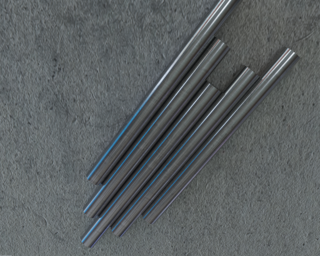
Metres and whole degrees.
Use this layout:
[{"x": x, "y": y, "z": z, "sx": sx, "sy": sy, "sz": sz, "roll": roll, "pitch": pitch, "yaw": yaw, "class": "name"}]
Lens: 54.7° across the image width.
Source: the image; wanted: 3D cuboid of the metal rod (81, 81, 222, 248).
[{"x": -0.021, "y": 0.060, "z": 0.433, "sx": 0.025, "sy": 0.025, "sz": 0.299, "roll": 35, "pitch": 106, "yaw": -12, "class": "metal rod"}]

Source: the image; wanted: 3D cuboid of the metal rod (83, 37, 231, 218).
[{"x": -0.013, "y": 0.010, "z": 0.415, "sx": 0.025, "sy": 0.025, "sz": 0.299, "roll": 35, "pitch": 106, "yaw": -12, "class": "metal rod"}]

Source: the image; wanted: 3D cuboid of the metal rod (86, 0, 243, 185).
[{"x": -0.004, "y": -0.041, "z": 0.396, "sx": 0.025, "sy": 0.025, "sz": 0.299, "roll": 35, "pitch": 106, "yaw": -12, "class": "metal rod"}]

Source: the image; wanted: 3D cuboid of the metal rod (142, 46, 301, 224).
[{"x": 0.072, "y": 0.021, "z": 0.419, "sx": 0.025, "sy": 0.025, "sz": 0.299, "roll": 35, "pitch": 106, "yaw": -12, "class": "metal rod"}]

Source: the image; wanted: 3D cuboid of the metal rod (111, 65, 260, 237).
[{"x": 0.025, "y": 0.041, "z": 0.426, "sx": 0.025, "sy": 0.025, "sz": 0.299, "roll": 35, "pitch": 106, "yaw": -12, "class": "metal rod"}]
